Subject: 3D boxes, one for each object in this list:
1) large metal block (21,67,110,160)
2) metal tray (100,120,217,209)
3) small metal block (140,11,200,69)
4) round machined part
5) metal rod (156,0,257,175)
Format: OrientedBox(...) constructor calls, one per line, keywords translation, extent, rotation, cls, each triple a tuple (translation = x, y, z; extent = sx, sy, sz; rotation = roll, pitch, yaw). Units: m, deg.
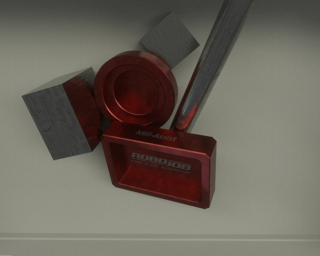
OrientedBox(translation=(-0.103, -0.020, 0.369), extent=(0.050, 0.080, 0.080), rotation=(-13, 110, 16), cls="large metal block")
OrientedBox(translation=(-0.001, 0.044, 0.372), extent=(0.130, 0.030, 0.089), rotation=(9, 130, 19), cls="metal tray")
OrientedBox(translation=(0.012, -0.104, 0.373), extent=(0.050, 0.025, 0.050), rotation=(-39, 106, 12), cls="small metal block")
OrientedBox(translation=(-0.026, -0.046, 0.376), extent=(0.098, 0.042, 0.097), rotation=(6, 119, 12), cls="round machined part")
OrientedBox(translation=(0.034, -0.023, 0.341), extent=(0.025, 0.025, 0.298), rotation=(16, 133, -6), cls="metal rod")
